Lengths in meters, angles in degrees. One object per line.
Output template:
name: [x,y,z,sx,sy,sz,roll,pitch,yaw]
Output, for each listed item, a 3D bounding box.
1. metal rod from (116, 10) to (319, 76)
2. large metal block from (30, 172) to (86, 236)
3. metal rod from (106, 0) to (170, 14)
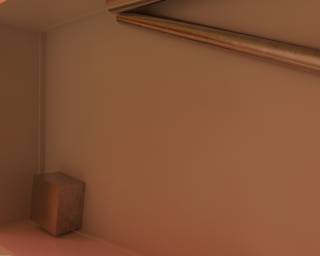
metal rod: [0.055,-0.107,0.360,0.300,0.025,0.025,27,107,36]
large metal block: [-0.177,0.126,0.533,0.080,0.050,0.079,11,97,39]
metal rod: [0.058,-0.167,0.342,0.300,0.025,0.025,2,91,35]
